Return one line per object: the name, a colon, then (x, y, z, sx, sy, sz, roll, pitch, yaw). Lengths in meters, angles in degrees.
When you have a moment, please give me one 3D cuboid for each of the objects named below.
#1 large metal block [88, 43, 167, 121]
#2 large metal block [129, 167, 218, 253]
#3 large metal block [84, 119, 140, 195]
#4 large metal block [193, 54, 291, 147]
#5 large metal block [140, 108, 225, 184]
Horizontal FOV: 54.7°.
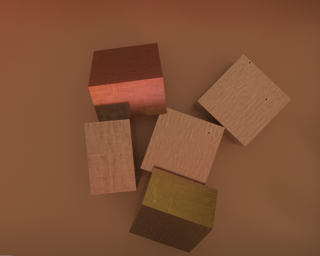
large metal block: (-0.037, -0.057, 0.376, 0.081, 0.080, 0.050, -7, 132, 0)
large metal block: (0.015, 0.102, 0.376, 0.080, 0.079, 0.050, 20, 48, -2)
large metal block: (-0.055, 0.032, 0.382, 0.050, 0.080, 0.079, -6, 90, 0)
large metal block: (0.102, -0.034, 0.399, 0.080, 0.050, 0.080, 44, 90, -1)
large metal block: (0.028, 0.024, 0.399, 0.080, 0.050, 0.080, 19, 90, -1)
